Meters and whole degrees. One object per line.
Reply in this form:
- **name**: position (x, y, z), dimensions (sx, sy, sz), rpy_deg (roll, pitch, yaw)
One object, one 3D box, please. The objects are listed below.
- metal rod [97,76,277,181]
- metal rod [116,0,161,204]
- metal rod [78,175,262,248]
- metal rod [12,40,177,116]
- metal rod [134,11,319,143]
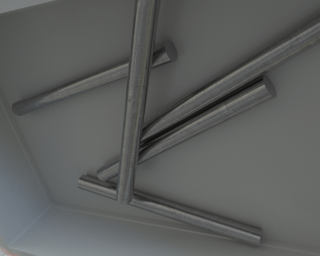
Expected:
- **metal rod**: position (0.011, 0.016, 0.412), dimensions (0.299, 0.025, 0.025), rpy_deg (-30, 102, 37)
- **metal rod**: position (-0.032, -0.014, 0.382), dimensions (0.025, 0.025, 0.298), rpy_deg (21, 127, 15)
- **metal rod**: position (0.002, 0.123, 0.483), dimensions (0.301, 0.025, 0.025), rpy_deg (12, 124, 21)
- **metal rod**: position (-0.110, -0.059, 0.430), dimensions (0.300, 0.025, 0.025), rpy_deg (-13, 112, 33)
- **metal rod**: position (0.060, -0.043, 0.350), dimensions (0.299, 0.025, 0.025), rpy_deg (-30, 102, 37)
